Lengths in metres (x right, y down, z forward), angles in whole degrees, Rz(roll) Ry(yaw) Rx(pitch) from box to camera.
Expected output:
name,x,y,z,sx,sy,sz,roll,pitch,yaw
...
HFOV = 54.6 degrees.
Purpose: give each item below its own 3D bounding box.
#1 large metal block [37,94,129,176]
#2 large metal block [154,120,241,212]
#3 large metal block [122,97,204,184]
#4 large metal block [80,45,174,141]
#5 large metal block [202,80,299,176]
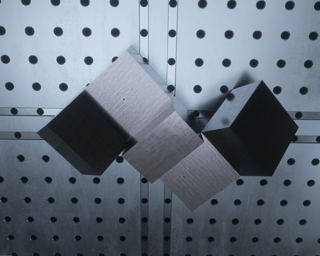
name,x,y,z,sx,sy,sz,roll,pitch,yaw
large metal block,-0.097,0.012,0.380,0.080,0.080,0.050,47,65,-15
large metal block,0.047,0.050,0.418,0.080,0.050,0.080,-39,104,13
large metal block,0.003,0.009,0.387,0.080,0.080,0.050,-40,107,13
large metal block,-0.040,-0.042,0.384,0.080,0.050,0.080,-39,106,14
large metal block,0.111,0.002,0.379,0.080,0.050,0.080,47,63,-16
